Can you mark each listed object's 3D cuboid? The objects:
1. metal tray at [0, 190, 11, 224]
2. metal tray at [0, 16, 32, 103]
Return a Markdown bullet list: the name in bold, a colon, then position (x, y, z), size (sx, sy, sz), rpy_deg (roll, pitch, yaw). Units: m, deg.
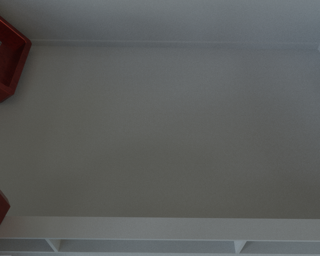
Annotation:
- **metal tray**: position (-0.178, 0.066, 0.191), size (0.131, 0.030, 0.090), rpy_deg (9, 50, 7)
- **metal tray**: position (-0.246, -0.110, 0.451), size (0.030, 0.090, 0.130), rpy_deg (-26, 46, 24)
